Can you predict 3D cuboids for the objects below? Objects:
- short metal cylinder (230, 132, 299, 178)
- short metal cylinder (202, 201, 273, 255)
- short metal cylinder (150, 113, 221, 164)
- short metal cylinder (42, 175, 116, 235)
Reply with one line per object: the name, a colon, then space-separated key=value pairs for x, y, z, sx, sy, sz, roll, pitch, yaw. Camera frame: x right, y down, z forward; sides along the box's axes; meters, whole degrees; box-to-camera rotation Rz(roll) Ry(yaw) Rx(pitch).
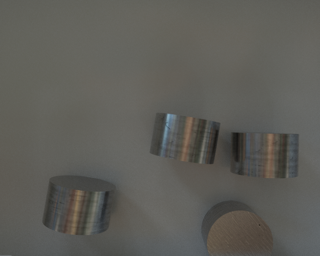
short metal cylinder: x=0.129 y=0.031 z=0.386 sx=0.081 sy=0.080 sz=0.050 roll=1 pitch=90 yaw=-1
short metal cylinder: x=0.097 y=0.140 z=0.400 sx=0.081 sy=0.050 sz=0.079 roll=0 pitch=90 yaw=-1
short metal cylinder: x=0.031 y=0.012 z=0.384 sx=0.080 sy=0.080 sz=0.050 roll=9 pitch=90 yaw=-1
short metal cylinder: x=-0.099 y=0.092 z=0.383 sx=0.080 sy=0.080 sz=0.050 roll=10 pitch=90 yaw=-1
